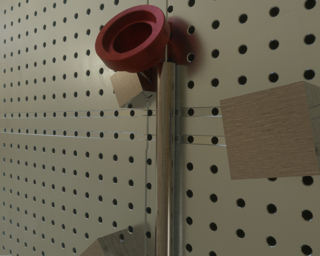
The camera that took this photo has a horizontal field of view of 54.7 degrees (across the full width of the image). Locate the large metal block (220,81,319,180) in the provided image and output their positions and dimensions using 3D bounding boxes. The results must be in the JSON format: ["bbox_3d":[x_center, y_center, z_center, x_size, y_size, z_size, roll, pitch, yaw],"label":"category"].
[{"bbox_3d":[0.111,0.005,0.301,0.080,0.050,0.080,-12,83,39],"label":"large metal block"}]

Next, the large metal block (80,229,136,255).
[{"bbox_3d":[-0.075,0.211,0.455,0.080,0.050,0.080,-48,62,29],"label":"large metal block"}]

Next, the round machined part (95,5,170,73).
[{"bbox_3d":[-0.032,-0.111,0.405,0.098,0.042,0.098,-13,54,19],"label":"round machined part"}]

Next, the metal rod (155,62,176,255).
[{"bbox_3d":[0.007,0.066,0.403,0.025,0.025,0.298,1,91,40],"label":"metal rod"}]

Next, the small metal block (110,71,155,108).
[{"bbox_3d":[-0.040,-0.062,0.443,0.050,0.025,0.050,-31,71,35],"label":"small metal block"}]
